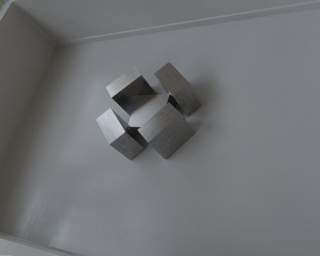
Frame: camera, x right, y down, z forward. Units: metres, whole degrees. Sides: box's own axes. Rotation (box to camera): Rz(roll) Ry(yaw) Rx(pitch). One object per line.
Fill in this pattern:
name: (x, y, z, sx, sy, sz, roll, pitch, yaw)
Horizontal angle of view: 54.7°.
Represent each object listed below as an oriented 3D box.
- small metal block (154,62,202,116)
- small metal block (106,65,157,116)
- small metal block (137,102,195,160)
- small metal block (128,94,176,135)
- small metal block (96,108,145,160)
small metal block: (0.024, -0.050, 0.405, 0.025, 0.050, 0.050, -38, 52, 2)
small metal block: (-0.039, -0.052, 0.439, 0.050, 0.050, 0.025, -37, 50, 5)
small metal block: (0.009, 0.005, 0.379, 0.050, 0.050, 0.025, -42, 52, -1)
small metal block: (-0.010, -0.017, 0.419, 0.050, 0.025, 0.050, 1, 62, 28)
small metal block: (-0.052, 0.008, 0.410, 0.025, 0.050, 0.050, -39, 51, 3)
